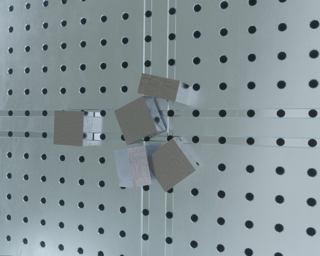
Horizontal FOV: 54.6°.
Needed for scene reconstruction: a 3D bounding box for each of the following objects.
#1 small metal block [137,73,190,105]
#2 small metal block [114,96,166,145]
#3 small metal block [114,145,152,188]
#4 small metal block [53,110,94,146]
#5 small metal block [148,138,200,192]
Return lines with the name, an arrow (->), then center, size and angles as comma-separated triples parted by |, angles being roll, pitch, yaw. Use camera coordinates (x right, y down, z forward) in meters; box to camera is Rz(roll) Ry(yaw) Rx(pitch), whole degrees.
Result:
small metal block -> 0.006, -0.049, 0.397 | 0.050, 0.050, 0.025 | 15, 95, 19
small metal block -> -0.027, -0.010, 0.420 | 0.050, 0.025, 0.050 | -25, 82, 25
small metal block -> -0.037, 0.051, 0.412 | 0.050, 0.025, 0.050 | -16, 83, 61
small metal block -> -0.128, 0.000, 0.458 | 0.050, 0.025, 0.050 | 3, 91, 20
small metal block -> 0.016, 0.048, 0.407 | 0.050, 0.025, 0.050 | -39, 78, 16
